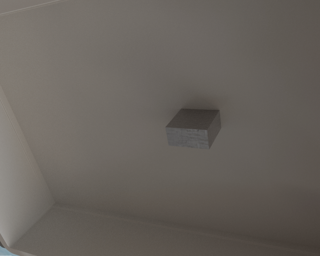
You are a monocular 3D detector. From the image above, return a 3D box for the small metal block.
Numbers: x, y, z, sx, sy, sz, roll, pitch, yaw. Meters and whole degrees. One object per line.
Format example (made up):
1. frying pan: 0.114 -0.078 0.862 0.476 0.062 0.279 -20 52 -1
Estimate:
1. small metal block: 0.041 0.000 0.371 0.050 0.050 0.025 4 120 26
